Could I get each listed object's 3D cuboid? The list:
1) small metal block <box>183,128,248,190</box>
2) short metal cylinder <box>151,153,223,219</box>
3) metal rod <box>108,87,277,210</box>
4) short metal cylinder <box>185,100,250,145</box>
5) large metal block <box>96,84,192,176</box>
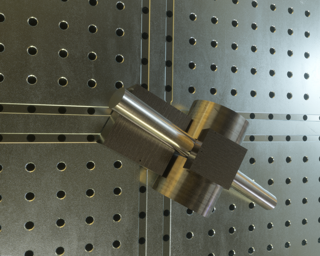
[{"bbox_3d":[0.062,0.035,0.348,0.050,0.025,0.050,29,80,-9],"label":"small metal block"},{"bbox_3d":[0.036,0.073,0.393,0.080,0.080,0.050,31,80,-18],"label":"short metal cylinder"},{"bbox_3d":[0.061,0.041,0.390,0.301,0.025,0.025,34,79,-33],"label":"metal rod"},{"bbox_3d":[0.070,0.004,0.406,0.080,0.080,0.050,29,81,-18],"label":"short metal cylinder"},{"bbox_3d":[-0.021,0.003,0.386,0.080,0.050,0.080,31,80,-18],"label":"large metal block"}]
